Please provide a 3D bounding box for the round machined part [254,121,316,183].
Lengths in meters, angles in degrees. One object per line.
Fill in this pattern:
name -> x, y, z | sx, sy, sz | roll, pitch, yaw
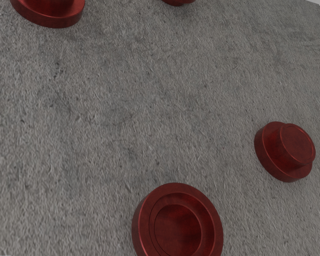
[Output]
round machined part -> 0.200, 0.032, 0.481 | 0.099, 0.042, 0.098 | 14, 56, -21

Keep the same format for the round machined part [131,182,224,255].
round machined part -> 0.015, 0.112, 0.333 | 0.099, 0.042, 0.098 | 14, 56, -21

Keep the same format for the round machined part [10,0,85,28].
round machined part -> -0.152, -0.189, 0.426 | 0.099, 0.042, 0.098 | 14, 56, -21

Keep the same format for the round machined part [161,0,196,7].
round machined part -> 0.026, -0.263, 0.567 | 0.099, 0.042, 0.098 | 14, 56, -21
